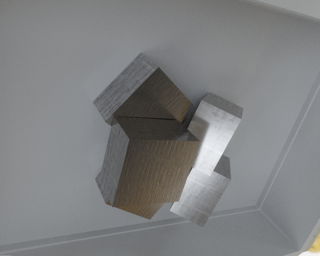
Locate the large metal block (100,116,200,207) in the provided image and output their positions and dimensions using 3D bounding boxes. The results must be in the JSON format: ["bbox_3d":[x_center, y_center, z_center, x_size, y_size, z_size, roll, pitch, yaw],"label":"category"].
[{"bbox_3d":[-0.013,0.036,0.340,0.081,0.050,0.079,3,116,-29],"label":"large metal block"}]

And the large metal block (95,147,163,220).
[{"bbox_3d":[-0.025,0.067,0.416,0.080,0.050,0.080,34,99,-39],"label":"large metal block"}]

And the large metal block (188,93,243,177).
[{"bbox_3d":[0.065,0.005,0.403,0.079,0.050,0.080,-65,171,18],"label":"large metal block"}]

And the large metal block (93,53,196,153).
[{"bbox_3d":[-0.017,-0.026,0.367,0.080,0.050,0.080,-45,130,3],"label":"large metal block"}]

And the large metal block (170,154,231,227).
[{"bbox_3d":[0.060,0.079,0.446,0.050,0.080,0.079,26,108,3],"label":"large metal block"}]
